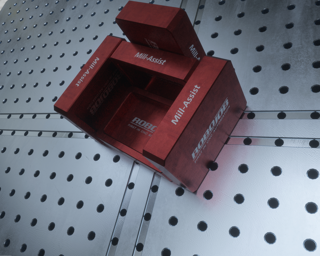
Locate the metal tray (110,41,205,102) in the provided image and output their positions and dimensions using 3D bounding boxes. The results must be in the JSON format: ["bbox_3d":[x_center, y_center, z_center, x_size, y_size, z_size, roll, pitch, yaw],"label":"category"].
[{"bbox_3d":[0.007,-0.062,0.401,0.130,0.090,0.030,24,76,36],"label":"metal tray"}]

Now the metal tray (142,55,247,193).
[{"bbox_3d":[0.045,-0.003,0.344,0.030,0.090,0.130,24,75,36],"label":"metal tray"}]

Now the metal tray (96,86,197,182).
[{"bbox_3d":[-0.013,0.002,0.411,0.130,0.030,0.090,24,75,36],"label":"metal tray"}]

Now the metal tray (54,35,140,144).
[{"bbox_3d":[-0.076,-0.053,0.439,0.030,0.090,0.130,24,75,36],"label":"metal tray"}]

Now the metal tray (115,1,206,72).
[{"bbox_3d":[0.012,-0.097,0.394,0.090,0.130,0.030,25,76,36],"label":"metal tray"}]
